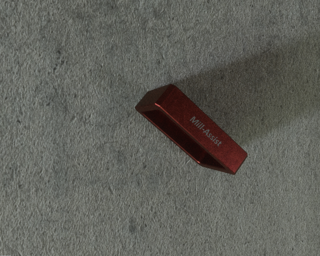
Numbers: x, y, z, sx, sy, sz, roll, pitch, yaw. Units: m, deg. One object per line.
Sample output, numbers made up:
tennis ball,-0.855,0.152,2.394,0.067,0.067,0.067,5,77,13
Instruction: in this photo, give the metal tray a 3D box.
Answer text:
metal tray,0.036,0.003,0.390,0.130,0.090,0.030,41,77,-16
